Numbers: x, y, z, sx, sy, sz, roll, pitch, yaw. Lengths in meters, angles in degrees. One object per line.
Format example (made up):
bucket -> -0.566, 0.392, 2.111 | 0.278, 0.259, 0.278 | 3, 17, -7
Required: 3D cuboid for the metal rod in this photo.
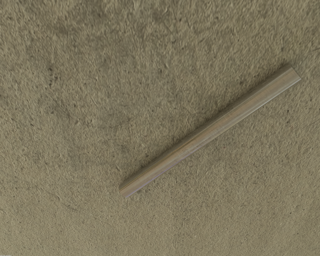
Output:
metal rod -> 0.049, 0.017, 0.421 | 0.025, 0.025, 0.299 | 37, 121, -27
